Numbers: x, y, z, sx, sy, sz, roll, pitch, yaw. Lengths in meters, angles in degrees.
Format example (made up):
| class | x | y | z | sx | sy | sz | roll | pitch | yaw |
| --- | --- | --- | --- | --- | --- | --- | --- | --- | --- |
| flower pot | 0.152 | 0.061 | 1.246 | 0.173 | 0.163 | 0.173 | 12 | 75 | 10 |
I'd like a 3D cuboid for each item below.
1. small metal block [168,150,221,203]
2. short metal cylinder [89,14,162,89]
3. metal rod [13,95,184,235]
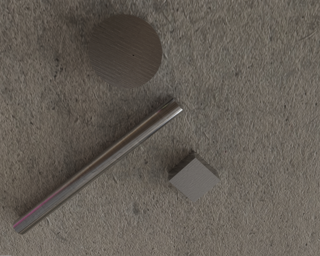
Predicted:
| class | x | y | z | sx | sy | sz | roll | pitch | yaw |
| --- | --- | --- | --- | --- | --- | --- | --- | --- | --- |
| small metal block | 0.048 | 0.068 | 0.435 | 0.050 | 0.025 | 0.050 | 42 | 105 | -14 |
| short metal cylinder | -0.038 | -0.091 | 0.362 | 0.081 | 0.050 | 0.079 | 0 | 110 | 0 |
| metal rod | -0.092 | 0.058 | 0.430 | 0.300 | 0.025 | 0.025 | -38 | 106 | 12 |
